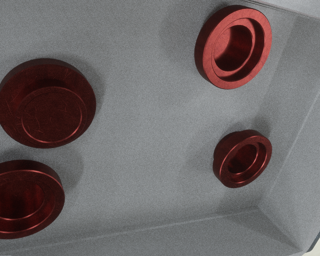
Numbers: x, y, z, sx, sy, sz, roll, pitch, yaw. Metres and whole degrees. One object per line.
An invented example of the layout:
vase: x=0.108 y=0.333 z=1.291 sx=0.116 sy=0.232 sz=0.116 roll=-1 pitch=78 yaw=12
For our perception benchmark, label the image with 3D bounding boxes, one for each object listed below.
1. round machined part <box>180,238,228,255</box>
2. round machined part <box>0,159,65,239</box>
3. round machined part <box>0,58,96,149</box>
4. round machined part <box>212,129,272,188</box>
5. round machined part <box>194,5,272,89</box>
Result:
round machined part: x=0.079 y=0.253 z=0.600 sx=0.099 sy=0.042 sz=0.097 roll=-14 pitch=124 yaw=-21
round machined part: x=-0.163 y=0.076 z=0.355 sx=0.099 sy=0.042 sz=0.097 roll=-14 pitch=124 yaw=-21
round machined part: x=-0.115 y=-0.019 z=0.323 sx=0.099 sy=0.042 sz=0.097 roll=-14 pitch=124 yaw=-21
round machined part: x=0.125 y=0.044 z=0.493 sx=0.099 sy=0.042 sz=0.097 roll=-14 pitch=124 yaw=-21
round machined part: x=0.084 y=-0.101 z=0.381 sx=0.099 sy=0.042 sz=0.097 roll=-14 pitch=124 yaw=-21
